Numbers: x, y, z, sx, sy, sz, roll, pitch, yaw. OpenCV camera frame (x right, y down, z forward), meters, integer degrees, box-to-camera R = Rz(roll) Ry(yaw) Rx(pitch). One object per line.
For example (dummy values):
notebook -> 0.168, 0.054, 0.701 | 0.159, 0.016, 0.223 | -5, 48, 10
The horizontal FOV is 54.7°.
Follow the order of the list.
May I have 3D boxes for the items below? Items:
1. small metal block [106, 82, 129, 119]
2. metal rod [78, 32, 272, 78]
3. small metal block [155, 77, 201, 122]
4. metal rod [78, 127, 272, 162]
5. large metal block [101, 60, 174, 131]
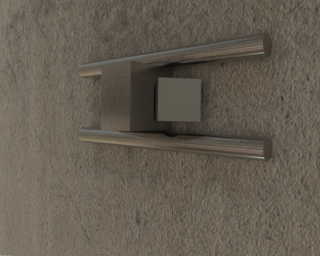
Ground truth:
small metal block -> -0.059, -0.037, 0.435 | 0.025, 0.050, 0.050 | 1, 91, 0
metal rod -> -0.007, -0.089, 0.410 | 0.300, 0.025, 0.025 | 2, 91, 39
small metal block -> 0.021, -0.033, 0.370 | 0.025, 0.050, 0.050 | -178, 89, -81
metal rod -> -0.006, 0.016, 0.410 | 0.300, 0.025, 0.025 | 3, 92, 39
large metal block -> -0.027, -0.037, 0.394 | 0.050, 0.081, 0.079 | 1, 91, 40
